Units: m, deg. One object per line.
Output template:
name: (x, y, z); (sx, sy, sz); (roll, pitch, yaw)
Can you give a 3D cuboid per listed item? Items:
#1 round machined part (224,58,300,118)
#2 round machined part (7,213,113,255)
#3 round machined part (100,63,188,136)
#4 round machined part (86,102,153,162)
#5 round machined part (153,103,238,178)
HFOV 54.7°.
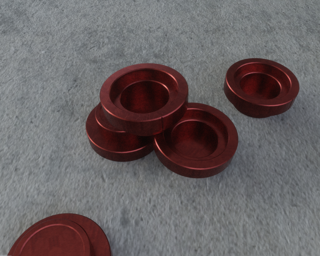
round machined part: (0.139, -0.052, 0.438); (0.099, 0.042, 0.098); (0, 50, 0)
round machined part: (-0.095, 0.124, 0.286); (0.099, 0.042, 0.098); (0, 50, 0)
round machined part: (-0.017, -0.029, 0.359); (0.099, 0.042, 0.098); (-2, 48, 2)
round machined part: (-0.046, -0.008, 0.399); (0.099, 0.042, 0.098); (0, 50, 0)
round machined part: (0.041, 0.019, 0.375); (0.099, 0.042, 0.098); (2, 51, -2)
